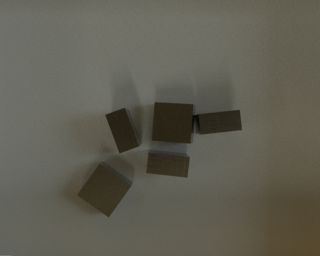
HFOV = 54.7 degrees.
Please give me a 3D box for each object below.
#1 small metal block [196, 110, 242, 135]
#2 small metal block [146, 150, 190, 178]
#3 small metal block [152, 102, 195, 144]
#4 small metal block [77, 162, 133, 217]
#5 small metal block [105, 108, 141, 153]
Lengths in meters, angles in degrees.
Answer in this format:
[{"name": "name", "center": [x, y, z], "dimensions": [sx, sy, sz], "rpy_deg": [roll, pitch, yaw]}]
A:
[{"name": "small metal block", "center": [0.073, -0.007, 0.399], "dimensions": [0.050, 0.050, 0.025], "rpy_deg": [-6, 90, -1]}, {"name": "small metal block", "center": [0.010, 0.045, 0.399], "dimensions": [0.050, 0.050, 0.025], "rpy_deg": [6, 90, 0]}, {"name": "small metal block", "center": [0.019, -0.007, 0.406], "dimensions": [0.050, 0.025, 0.050], "rpy_deg": [4, 90, 13]}, {"name": "small metal block", "center": [-0.072, 0.080, 0.411], "dimensions": [0.050, 0.025, 0.050], "rpy_deg": [35, 90, 0]}, {"name": "small metal block", "center": [-0.046, 0.003, 0.398], "dimensions": [0.025, 0.050, 0.050], "rpy_deg": [-20, 90, 0]}]
